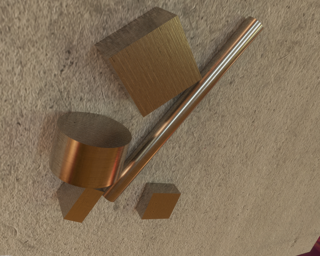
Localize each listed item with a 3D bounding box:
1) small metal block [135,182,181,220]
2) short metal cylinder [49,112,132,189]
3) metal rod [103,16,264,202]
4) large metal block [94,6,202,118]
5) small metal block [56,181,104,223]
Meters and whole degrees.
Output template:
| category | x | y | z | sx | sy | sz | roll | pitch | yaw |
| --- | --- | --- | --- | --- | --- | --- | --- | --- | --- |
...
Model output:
| category | x | y | z | sx | sy | sz | roll | pitch | yaw |
| --- | --- | --- | --- | --- | --- | --- | --- | --- | --- |
| small metal block | -0.003 | 0.112 | 0.477 | 0.050 | 0.025 | 0.050 | 9 | 114 | -33 |
| short metal cylinder | -0.077 | 0.022 | 0.344 | 0.081 | 0.080 | 0.050 | 5 | 116 | -31 |
| metal rod | 0.025 | -0.020 | 0.409 | 0.299 | 0.025 | 0.025 | -50 | 129 | 7 |
| large metal block | -0.011 | -0.073 | 0.341 | 0.080 | 0.050 | 0.080 | -34 | 129 | -6 |
| small metal block | -0.101 | 0.080 | 0.386 | 0.025 | 0.050 | 0.050 | 29 | 102 | -38 |
